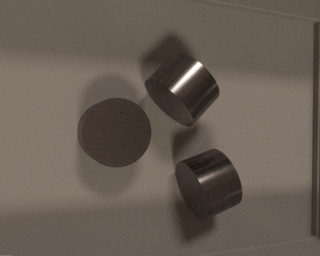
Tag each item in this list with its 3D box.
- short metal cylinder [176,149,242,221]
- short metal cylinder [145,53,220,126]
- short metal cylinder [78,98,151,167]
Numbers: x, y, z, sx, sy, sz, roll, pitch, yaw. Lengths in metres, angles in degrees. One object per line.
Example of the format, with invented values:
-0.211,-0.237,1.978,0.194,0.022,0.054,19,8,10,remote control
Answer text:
0.062,0.073,0.406,0.050,0.080,0.080,-19,97,-19,short metal cylinder
0.028,-0.048,0.393,0.080,0.080,0.050,47,75,-15,short metal cylinder
-0.057,0.005,0.377,0.081,0.050,0.079,0,90,-21,short metal cylinder
